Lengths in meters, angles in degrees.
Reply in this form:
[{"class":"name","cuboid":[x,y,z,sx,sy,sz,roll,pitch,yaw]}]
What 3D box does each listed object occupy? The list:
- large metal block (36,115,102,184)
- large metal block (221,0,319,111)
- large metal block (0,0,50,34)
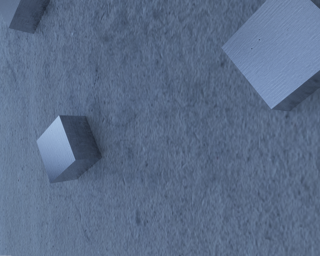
[{"class":"large metal block","cuboid":[-0.151,0.035,0.510,0.080,0.050,0.080,-39,66,32]},{"class":"large metal block","cuboid":[0.120,-0.072,0.289,0.080,0.050,0.080,-45,63,30]},{"class":"large metal block","cuboid":[-0.270,-0.247,0.607,0.080,0.050,0.080,-48,62,29]}]
